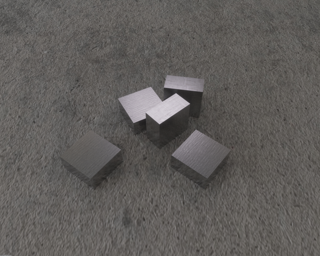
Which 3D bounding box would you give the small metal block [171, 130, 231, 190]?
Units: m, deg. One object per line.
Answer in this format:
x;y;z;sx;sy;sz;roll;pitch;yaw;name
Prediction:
0.049;0.037;0.372;0.050;0.025;0.050;32;57;24;small metal block

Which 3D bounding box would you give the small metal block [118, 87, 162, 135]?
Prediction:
-0.023;-0.024;0.423;0.050;0.025;0.050;-22;54;-18;small metal block

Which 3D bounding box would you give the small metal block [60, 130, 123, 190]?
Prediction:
-0.081;0.037;0.371;0.050;0.025;0.050;30;56;23;small metal block

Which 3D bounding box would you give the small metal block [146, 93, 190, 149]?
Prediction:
0.010;-0.008;0.394;0.050;0.050;0.025;-34;58;-25;small metal block

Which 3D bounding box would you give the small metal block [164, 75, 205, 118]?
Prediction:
0.032;-0.042;0.423;0.050;0.050;0.025;7;51;6;small metal block
